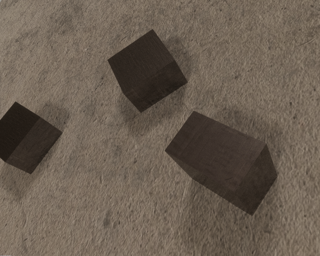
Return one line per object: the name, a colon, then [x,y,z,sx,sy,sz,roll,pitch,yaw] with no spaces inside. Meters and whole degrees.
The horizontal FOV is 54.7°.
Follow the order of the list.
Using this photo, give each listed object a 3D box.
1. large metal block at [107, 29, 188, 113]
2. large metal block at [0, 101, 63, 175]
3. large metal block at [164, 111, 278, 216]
large metal block: [-0.019,-0.083,0.447,0.080,0.050,0.080,-33,52,6]
large metal block: [-0.217,0.014,0.490,0.080,0.050,0.080,25,75,36]
large metal block: [0.064,0.036,0.312,0.080,0.080,0.050,29,78,37]
